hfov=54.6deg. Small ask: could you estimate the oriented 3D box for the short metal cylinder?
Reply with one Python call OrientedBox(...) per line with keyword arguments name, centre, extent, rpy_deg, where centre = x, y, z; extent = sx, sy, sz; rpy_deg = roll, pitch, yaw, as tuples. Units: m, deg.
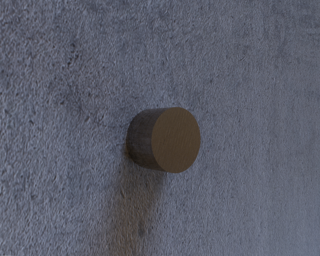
OrientedBox(name="short metal cylinder", centre=(0.005, 0.014, 0.392), extent=(0.081, 0.050, 0.080), rpy_deg=(0, 90, -40))
